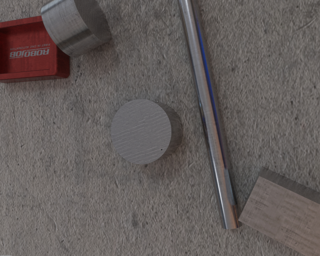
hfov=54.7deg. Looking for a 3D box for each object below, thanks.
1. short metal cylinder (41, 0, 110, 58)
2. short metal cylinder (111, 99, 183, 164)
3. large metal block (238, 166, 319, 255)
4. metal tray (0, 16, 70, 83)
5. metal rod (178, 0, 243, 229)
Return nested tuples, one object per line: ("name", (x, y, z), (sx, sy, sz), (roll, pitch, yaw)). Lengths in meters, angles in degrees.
("short metal cylinder", (-0.111, -0.143, 0.419), (0.050, 0.080, 0.080), (-22, 83, 19))
("short metal cylinder", (-0.016, 0.004, 0.401), (0.080, 0.050, 0.080), (0, 90, 20))
("large metal block", (0.136, 0.086, 0.332), (0.080, 0.080, 0.050), (25, 99, 18))
("metal tray", (-0.204, -0.119, 0.478), (0.130, 0.030, 0.089), (-1, 90, 19))
("metal rod", (0.061, -0.027, 0.387), (0.025, 0.025, 0.298), (-12, 86, 19))
